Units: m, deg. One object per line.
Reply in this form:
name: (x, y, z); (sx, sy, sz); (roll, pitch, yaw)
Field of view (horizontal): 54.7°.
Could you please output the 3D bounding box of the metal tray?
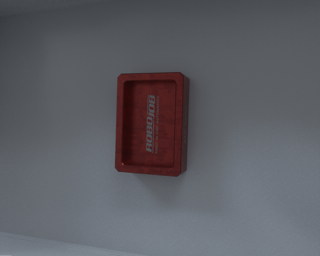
metal tray: (-0.010, -0.006, 0.407); (0.090, 0.030, 0.129); (2, 90, 19)
